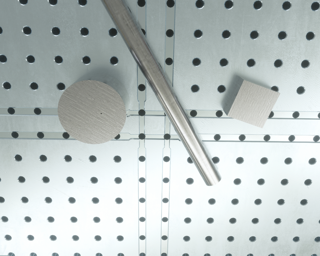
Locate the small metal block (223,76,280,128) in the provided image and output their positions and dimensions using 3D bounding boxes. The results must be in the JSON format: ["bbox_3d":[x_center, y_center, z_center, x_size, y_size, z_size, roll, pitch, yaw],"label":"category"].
[{"bbox_3d":[0.118,-0.034,0.403,0.050,0.025,0.050,19,109,-7],"label":"small metal block"}]

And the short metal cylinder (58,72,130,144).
[{"bbox_3d":[-0.080,-0.026,0.389,0.081,0.050,0.079,0,110,-1],"label":"short metal cylinder"}]

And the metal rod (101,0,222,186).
[{"bbox_3d":[0.004,-0.048,0.395,0.025,0.025,0.299,-27,108,9],"label":"metal rod"}]
